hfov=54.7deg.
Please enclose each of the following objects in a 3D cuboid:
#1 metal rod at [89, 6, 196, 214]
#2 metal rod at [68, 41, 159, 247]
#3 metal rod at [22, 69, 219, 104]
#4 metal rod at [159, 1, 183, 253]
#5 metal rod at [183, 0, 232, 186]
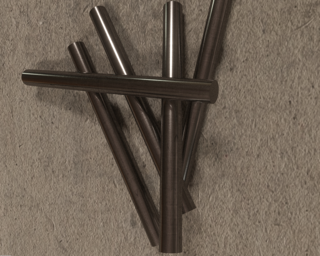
[{"bbox_3d":[-0.028,-0.033,0.402,0.025,0.025,0.299,-29,75,17],"label":"metal rod"},{"bbox_3d":[-0.061,0.016,0.429,0.025,0.025,0.299,-27,81,18],"label":"metal rod"},{"bbox_3d":[-0.072,-0.057,0.396,0.300,0.025,0.025,9,93,30],"label":"metal rod"},{"bbox_3d":[0.014,-0.013,0.367,0.025,0.025,0.299,-4,75,19],"label":"metal rod"},{"bbox_3d":[0.056,-0.070,0.388,0.025,0.025,0.298,14,95,19],"label":"metal rod"}]
